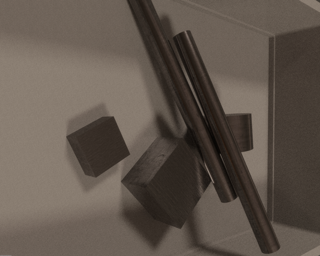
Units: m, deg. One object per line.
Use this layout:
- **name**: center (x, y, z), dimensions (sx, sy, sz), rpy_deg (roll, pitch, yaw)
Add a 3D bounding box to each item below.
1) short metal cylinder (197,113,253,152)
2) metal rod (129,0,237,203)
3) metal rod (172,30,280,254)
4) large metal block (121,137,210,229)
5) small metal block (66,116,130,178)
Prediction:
- **short metal cylinder**: center (0.093, 0.006, 0.451), dimensions (0.081, 0.080, 0.050), rpy_deg (-8, 95, -40)
- **metal rod**: center (0.030, -0.041, 0.398), dimensions (0.025, 0.025, 0.299), rpy_deg (-30, 98, -36)
- **metal rod**: center (0.085, 0.017, 0.400), dimensions (0.025, 0.025, 0.299), rpy_deg (-22, 90, -38)
- **large metal block**: center (0.011, 0.068, 0.402), dimensions (0.080, 0.050, 0.080), rpy_deg (-51, 120, -28)
- **small metal block**: center (-0.069, 0.020, 0.351), dimensions (0.050, 0.025, 0.050), rpy_deg (-34, 111, -35)
